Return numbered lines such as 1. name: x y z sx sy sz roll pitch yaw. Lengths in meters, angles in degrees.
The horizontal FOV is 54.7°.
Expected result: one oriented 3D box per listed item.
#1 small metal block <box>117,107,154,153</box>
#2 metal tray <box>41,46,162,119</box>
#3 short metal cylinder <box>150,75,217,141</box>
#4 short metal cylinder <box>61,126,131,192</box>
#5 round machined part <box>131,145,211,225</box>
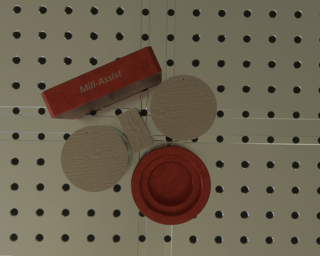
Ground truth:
1. small metal block: -0.030 0.002 0.396 0.025 0.050 0.050 -25 90 0
2. metal tray: -0.063 -0.050 0.376 0.131 0.090 0.030 -23 90 0
3. short metal cylinder: 0.028 -0.025 0.397 0.081 0.050 0.079 0 90 0
4. short metal cylinder: -0.079 0.037 0.396 0.081 0.050 0.079 0 90 0
5. round machined part: 0.014 0.071 0.401 0.099 0.042 0.097 0 90 0
